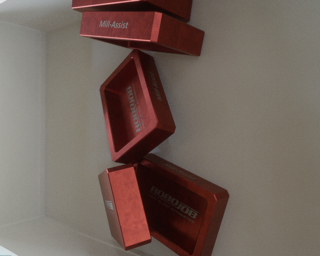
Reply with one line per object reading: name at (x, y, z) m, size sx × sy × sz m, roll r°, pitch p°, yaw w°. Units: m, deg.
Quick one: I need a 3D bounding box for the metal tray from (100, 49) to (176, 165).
metal tray at (-0.035, -0.028, 0.408) m, size 0.090 × 0.030 × 0.130 m, roll -40°, pitch 51°, yaw 32°

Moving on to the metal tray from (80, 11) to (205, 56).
metal tray at (-0.024, -0.116, 0.381) m, size 0.130 × 0.091 × 0.030 m, roll 17°, pitch 101°, yaw 38°

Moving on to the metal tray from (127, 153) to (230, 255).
metal tray at (0.013, 0.096, 0.390) m, size 0.130 × 0.030 × 0.089 m, roll 23°, pitch 104°, yaw 37°

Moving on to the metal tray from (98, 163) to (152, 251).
metal tray at (-0.050, 0.097, 0.396) m, size 0.130 × 0.030 × 0.090 m, roll 142°, pitch 114°, yaw -71°

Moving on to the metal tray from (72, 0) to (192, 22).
metal tray at (-0.037, -0.158, 0.392) m, size 0.130 × 0.091 × 0.030 m, roll 13°, pitch 98°, yaw 39°
